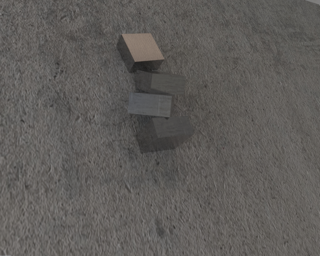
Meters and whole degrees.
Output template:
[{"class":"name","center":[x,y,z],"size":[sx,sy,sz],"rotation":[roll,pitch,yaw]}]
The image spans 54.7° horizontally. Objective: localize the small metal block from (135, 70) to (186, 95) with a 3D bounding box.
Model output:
[{"class":"small metal block","center":[0.000,-0.063,0.423],"size":[0.050,0.050,0.025],"rotation":[0,105,-28]}]

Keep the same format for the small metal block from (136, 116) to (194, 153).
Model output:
[{"class":"small metal block","center":[0.005,0.008,0.384],"size":[0.050,0.050,0.025],"rotation":[-5,68,-30]}]

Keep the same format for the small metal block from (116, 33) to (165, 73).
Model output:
[{"class":"small metal block","center":[-0.029,-0.111,0.456],"size":[0.050,0.025,0.050],"rotation":[-13,69,-34]}]

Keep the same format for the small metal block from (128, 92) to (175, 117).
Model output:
[{"class":"small metal block","center":[-0.009,-0.031,0.388],"size":[0.050,0.050,0.025],"rotation":[6,98,5]}]
